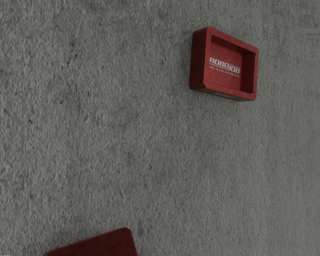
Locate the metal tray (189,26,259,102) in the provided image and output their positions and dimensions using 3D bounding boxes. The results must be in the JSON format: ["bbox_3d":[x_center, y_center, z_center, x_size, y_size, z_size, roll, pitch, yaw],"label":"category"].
[{"bbox_3d":[0.105,-0.095,0.488,0.131,0.030,0.089,7,86,-40],"label":"metal tray"}]

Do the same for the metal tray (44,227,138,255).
[{"bbox_3d":[-0.059,0.178,0.312,0.091,0.030,0.129,-9,74,-29],"label":"metal tray"}]
